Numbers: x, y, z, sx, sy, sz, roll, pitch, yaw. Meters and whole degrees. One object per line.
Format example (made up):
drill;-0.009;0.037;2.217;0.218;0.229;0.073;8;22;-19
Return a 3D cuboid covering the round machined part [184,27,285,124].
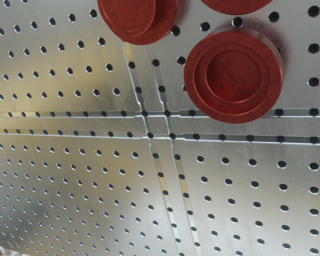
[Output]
round machined part;0.078;-0.056;0.324;0.098;0.042;0.097;13;124;21

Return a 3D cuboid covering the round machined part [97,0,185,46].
round machined part;-0.027;-0.136;0.331;0.098;0.042;0.097;13;124;21

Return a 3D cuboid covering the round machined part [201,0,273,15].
round machined part;0.068;-0.150;0.272;0.098;0.042;0.097;13;124;21
